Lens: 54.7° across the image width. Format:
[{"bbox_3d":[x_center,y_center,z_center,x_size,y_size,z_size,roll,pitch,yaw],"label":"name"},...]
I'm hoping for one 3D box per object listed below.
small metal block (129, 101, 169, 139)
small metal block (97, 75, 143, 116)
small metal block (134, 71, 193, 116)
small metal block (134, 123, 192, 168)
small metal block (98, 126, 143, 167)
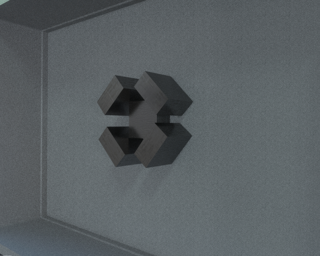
[{"bbox_3d":[-0.015,-0.011,0.417,0.050,0.025,0.050,1,91,40],"label":"small metal block"},{"bbox_3d":[-0.050,-0.043,0.429,0.050,0.050,0.025,-50,60,29],"label":"small metal block"},{"bbox_3d":[0.005,-0.042,0.384,0.025,0.050,0.050,-52,61,27],"label":"small metal block"},{"bbox_3d":[0.004,0.021,0.384,0.025,0.050,0.050,47,117,28],"label":"small metal block"},{"bbox_3d":[-0.048,0.024,0.428,0.050,0.050,0.025,53,122,27],"label":"small metal block"}]
